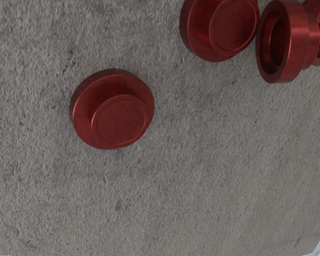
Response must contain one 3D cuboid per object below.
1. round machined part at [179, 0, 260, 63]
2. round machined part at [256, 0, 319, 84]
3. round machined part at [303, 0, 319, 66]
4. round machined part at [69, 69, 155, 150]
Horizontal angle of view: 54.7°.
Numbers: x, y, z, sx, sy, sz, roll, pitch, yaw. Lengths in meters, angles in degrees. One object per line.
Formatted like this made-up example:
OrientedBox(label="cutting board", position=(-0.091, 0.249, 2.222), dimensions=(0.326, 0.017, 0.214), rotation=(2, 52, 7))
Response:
OrientedBox(label="round machined part", position=(0.076, -0.123, 0.361), dimensions=(0.099, 0.042, 0.097), rotation=(-14, 124, -21))
OrientedBox(label="round machined part", position=(0.155, -0.104, 0.375), dimensions=(0.042, 0.098, 0.097), rotation=(-3, 122, -4))
OrientedBox(label="round machined part", position=(0.213, -0.137, 0.420), dimensions=(0.099, 0.042, 0.097), rotation=(-20, 127, -29))
OrientedBox(label="round machined part", position=(-0.051, -0.015, 0.358), dimensions=(0.099, 0.042, 0.097), rotation=(-14, 124, -21))
